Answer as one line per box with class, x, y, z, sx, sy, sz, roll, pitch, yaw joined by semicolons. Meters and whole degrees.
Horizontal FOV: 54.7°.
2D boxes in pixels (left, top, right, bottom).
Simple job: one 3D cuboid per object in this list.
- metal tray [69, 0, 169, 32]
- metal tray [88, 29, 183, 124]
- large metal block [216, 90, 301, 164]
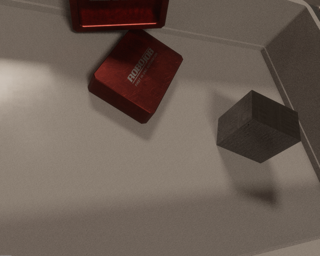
metal tray;-0.054;-0.176;0.413;0.131;0.089;0.030;-7;58;-14
metal tray;-0.029;-0.079;0.436;0.090;0.030;0.130;32;51;-8
large metal block;0.140;0.001;0.447;0.080;0.080;0.050;23;53;-15
